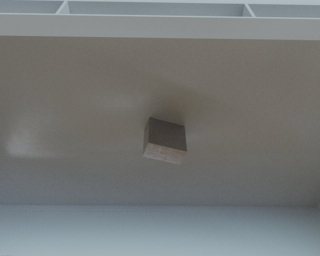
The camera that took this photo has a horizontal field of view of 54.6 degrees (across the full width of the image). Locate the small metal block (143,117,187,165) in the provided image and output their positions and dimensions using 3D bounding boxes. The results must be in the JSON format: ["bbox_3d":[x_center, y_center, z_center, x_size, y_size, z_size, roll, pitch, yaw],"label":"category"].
[{"bbox_3d":[0.006,0.017,0.407,0.050,0.050,0.025,14,129,-12],"label":"small metal block"}]
